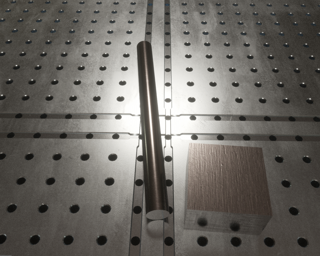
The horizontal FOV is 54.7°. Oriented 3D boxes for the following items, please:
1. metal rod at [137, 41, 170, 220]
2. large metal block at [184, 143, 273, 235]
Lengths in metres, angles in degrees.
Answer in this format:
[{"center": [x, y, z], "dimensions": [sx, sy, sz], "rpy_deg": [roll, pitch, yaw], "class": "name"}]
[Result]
[{"center": [-0.014, -0.022, 0.425], "dimensions": [0.025, 0.025, 0.300], "rpy_deg": [-3, 50, -3], "class": "metal rod"}, {"center": [0.069, 0.065, 0.337], "dimensions": [0.080, 0.050, 0.080], "rpy_deg": [4, 50, 3], "class": "large metal block"}]
